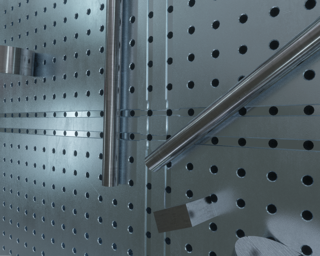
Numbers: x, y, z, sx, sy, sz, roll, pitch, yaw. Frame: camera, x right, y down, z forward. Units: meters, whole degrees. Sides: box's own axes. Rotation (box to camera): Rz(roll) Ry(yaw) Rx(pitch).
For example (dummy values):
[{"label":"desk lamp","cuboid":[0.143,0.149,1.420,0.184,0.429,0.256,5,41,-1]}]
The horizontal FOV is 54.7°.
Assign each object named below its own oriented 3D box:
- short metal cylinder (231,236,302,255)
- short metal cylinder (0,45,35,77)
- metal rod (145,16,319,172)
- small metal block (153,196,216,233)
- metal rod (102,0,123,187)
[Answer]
[{"label":"short metal cylinder","cuboid":[0.102,0.147,0.289,0.080,0.081,0.050,24,106,37]},{"label":"short metal cylinder","cuboid":[-0.293,-0.132,0.616,0.080,0.081,0.050,11,97,39]},{"label":"metal rod","cuboid":[0.085,-0.034,0.338,0.299,0.025,0.025,-41,65,32]},{"label":"small metal block","cuboid":[0.030,0.103,0.369,0.050,0.050,0.025,-25,74,37]},{"label":"metal rod","cuboid":[-0.071,-0.062,0.468,0.025,0.025,0.298,3,92,40]}]
